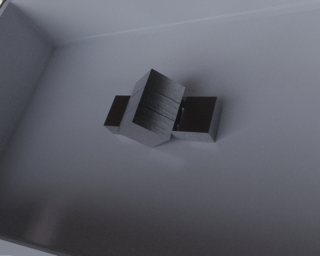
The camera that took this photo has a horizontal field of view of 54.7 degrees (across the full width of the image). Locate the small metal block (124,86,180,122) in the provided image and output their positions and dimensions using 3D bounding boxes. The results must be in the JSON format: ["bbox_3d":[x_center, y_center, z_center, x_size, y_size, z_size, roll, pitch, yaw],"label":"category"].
[{"bbox_3d":[-0.011,-0.023,0.393,0.050,0.050,0.025,-29,40,58],"label":"small metal block"}]

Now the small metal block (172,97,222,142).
[{"bbox_3d":[0.046,-0.011,0.386,0.050,0.025,0.050,3,63,29],"label":"small metal block"}]

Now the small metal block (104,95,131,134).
[{"bbox_3d":[-0.044,-0.018,0.436,0.050,0.025,0.050,4,64,29],"label":"small metal block"}]

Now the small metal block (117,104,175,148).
[{"bbox_3d":[-0.018,-0.001,0.384,0.050,0.050,0.025,-29,40,58],"label":"small metal block"}]

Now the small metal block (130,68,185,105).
[{"bbox_3d":[-0.004,-0.046,0.403,0.050,0.050,0.025,-28,41,59],"label":"small metal block"}]
